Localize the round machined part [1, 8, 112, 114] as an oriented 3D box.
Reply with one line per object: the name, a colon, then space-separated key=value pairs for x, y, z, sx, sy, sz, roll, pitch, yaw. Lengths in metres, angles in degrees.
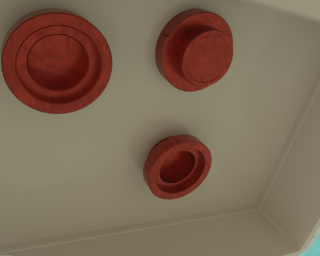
round machined part: x=-0.100 y=-0.066 z=0.303 sx=0.099 sy=0.042 sz=0.097 roll=-14 pitch=125 yaw=-21

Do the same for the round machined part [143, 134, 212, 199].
round machined part: x=0.021 y=0.051 z=0.442 sx=0.099 sy=0.042 sz=0.097 roll=-14 pitch=125 yaw=-21

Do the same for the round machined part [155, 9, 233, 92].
round machined part: x=0.047 y=-0.088 z=0.371 sx=0.099 sy=0.042 sz=0.097 roll=-14 pitch=125 yaw=-21
